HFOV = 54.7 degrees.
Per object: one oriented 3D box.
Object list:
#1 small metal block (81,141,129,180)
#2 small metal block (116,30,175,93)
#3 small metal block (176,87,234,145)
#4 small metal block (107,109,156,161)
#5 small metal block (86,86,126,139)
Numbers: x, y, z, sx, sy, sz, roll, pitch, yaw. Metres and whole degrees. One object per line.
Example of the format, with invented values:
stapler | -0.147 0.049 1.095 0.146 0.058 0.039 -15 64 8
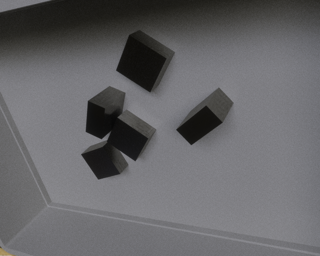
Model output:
small metal block | -0.086 0.049 0.482 0.050 0.025 0.050 -19 109 35
small metal block | -0.018 -0.079 0.368 0.050 0.025 0.050 33 129 5
small metal block | 0.052 -0.014 0.356 0.025 0.050 0.050 46 129 -4
small metal block | -0.041 0.011 0.435 0.050 0.025 0.050 34 129 5
small metal block | -0.073 -0.021 0.416 0.025 0.050 0.050 24 127 13
